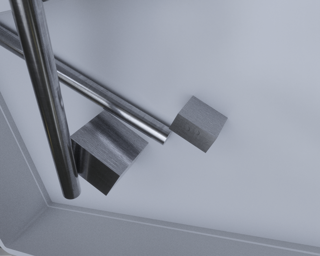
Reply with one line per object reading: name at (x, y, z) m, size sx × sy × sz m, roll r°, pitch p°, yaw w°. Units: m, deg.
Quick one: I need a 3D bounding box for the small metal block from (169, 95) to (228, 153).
small metal block at (0.046, -0.006, 0.364) m, size 0.050 × 0.050 × 0.025 m, roll 34°, pitch 129°, yaw 5°

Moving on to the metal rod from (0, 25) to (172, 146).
metal rod at (-0.117, -0.065, 0.427) m, size 0.301 × 0.025 × 0.025 m, roll 31°, pitch 128°, yaw 7°

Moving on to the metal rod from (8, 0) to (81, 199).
metal rod at (-0.113, -0.019, 0.325) m, size 0.025 × 0.025 × 0.298 m, roll 20°, pitch 136°, yaw 16°

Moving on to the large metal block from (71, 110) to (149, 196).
large metal block at (-0.076, 0.032, 0.431) m, size 0.080 × 0.080 × 0.050 m, roll 37°, pitch 129°, yaw 3°
